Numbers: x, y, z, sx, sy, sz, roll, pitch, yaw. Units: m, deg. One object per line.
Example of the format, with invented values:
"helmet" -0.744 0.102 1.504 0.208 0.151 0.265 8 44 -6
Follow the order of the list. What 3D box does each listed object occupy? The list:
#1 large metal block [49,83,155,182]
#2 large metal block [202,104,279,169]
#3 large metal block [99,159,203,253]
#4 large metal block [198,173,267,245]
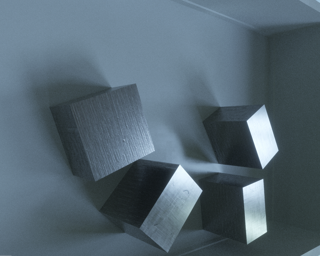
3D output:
"large metal block" -0.061 0.002 0.341 0.081 0.050 0.080 -25 106 -37
"large metal block" 0.124 0.012 0.477 0.050 0.080 0.080 -37 113 -34
"large metal block" -0.011 0.086 0.364 0.050 0.080 0.080 51 60 -29
"large metal block" 0.108 0.116 0.464 0.050 0.080 0.079 -10 97 -40
